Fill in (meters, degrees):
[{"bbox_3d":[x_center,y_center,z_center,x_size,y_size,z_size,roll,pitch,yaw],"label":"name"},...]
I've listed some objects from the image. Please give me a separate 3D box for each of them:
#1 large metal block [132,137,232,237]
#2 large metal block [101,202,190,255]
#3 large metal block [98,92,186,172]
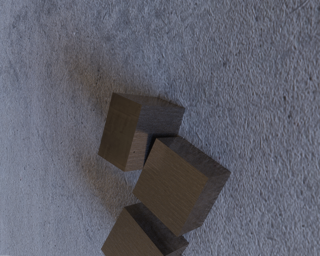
[{"bbox_3d":[0.024,0.066,0.369,0.080,0.050,0.079,36,112,34],"label":"large metal block"},{"bbox_3d":[-0.022,0.156,0.407,0.080,0.050,0.080,42,115,32],"label":"large metal block"},{"bbox_3d":[-0.022,0.004,0.387,0.050,0.081,0.079,26,106,37],"label":"large metal block"}]
